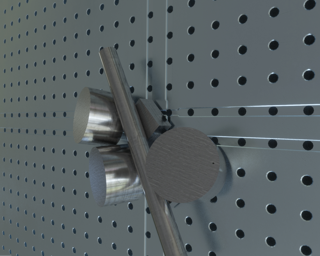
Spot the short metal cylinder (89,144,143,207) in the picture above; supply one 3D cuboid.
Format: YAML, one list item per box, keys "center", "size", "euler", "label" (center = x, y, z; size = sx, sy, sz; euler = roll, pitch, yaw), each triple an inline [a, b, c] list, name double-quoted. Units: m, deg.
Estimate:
- center: [-0.061, 0.063, 0.421]
  size: [0.080, 0.050, 0.079]
  euler: [15, 107, 61]
  label: "short metal cylinder"

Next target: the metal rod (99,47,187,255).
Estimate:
- center: [-0.024, 0.029, 0.391]
  size: [0.025, 0.025, 0.299]
  euler: [-32, 70, 35]
  label: "metal rod"

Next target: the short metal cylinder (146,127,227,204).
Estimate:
- center: [0.031, 0.044, 0.346]
  size: [0.080, 0.050, 0.080]
  euler: [-6, 74, 19]
  label: "short metal cylinder"

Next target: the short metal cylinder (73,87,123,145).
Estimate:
- center: [-0.088, -0.015, 0.443]
  size: [0.080, 0.050, 0.080]
  euler: [-25, 60, 56]
  label: "short metal cylinder"

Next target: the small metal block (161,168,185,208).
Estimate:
- center: [0.009, 0.072, 0.397]
  size: [0.050, 0.025, 0.050]
  euler: [-48, 62, 29]
  label: "small metal block"

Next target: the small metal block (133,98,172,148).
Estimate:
- center: [-0.020, -0.004, 0.421]
  size: [0.050, 0.025, 0.050]
  euler: [-51, 61, 28]
  label: "small metal block"
